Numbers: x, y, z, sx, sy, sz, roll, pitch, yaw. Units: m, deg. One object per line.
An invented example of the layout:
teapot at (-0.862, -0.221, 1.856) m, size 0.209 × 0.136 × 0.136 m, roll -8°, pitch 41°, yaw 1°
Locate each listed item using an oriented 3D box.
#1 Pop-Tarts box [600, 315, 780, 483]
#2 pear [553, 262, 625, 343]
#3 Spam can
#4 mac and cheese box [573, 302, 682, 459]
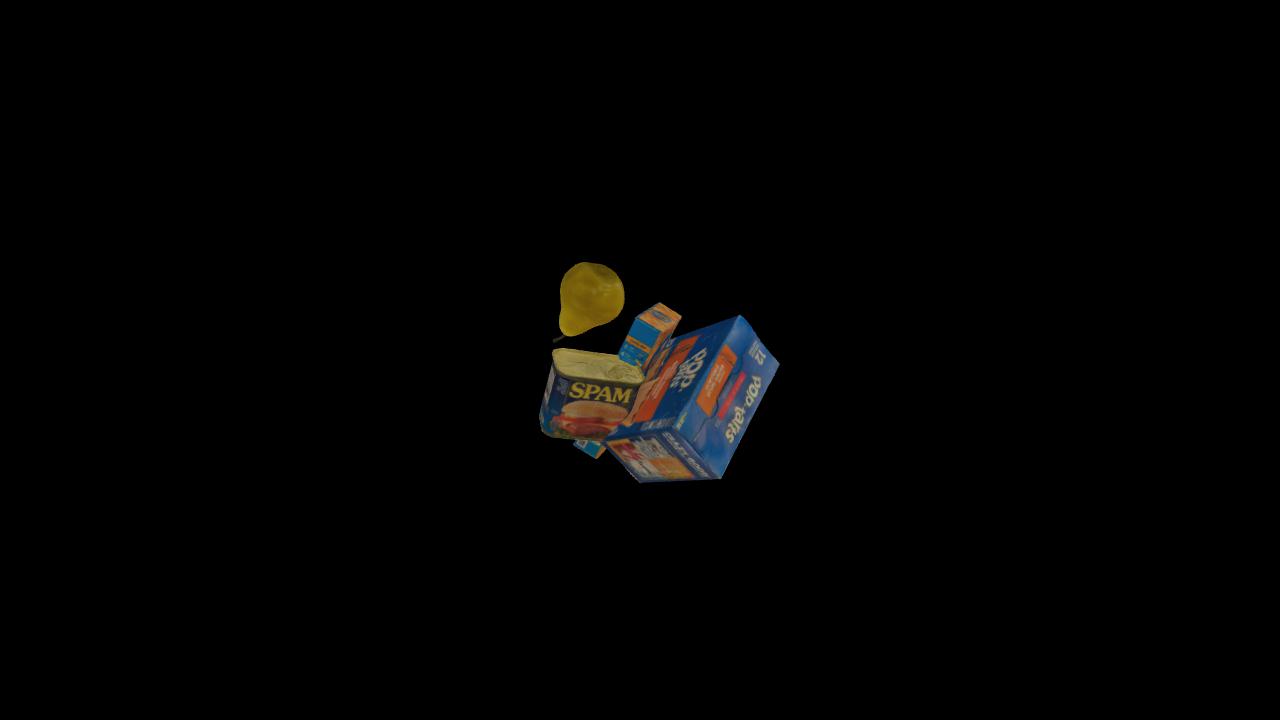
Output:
Pop-Tarts box at (0.055, 0.047, 0.697) m, size 0.083 × 0.167 × 0.141 m, roll 47°, pitch -34°, yaw -19°
pear at (-0.066, -0.060, 0.739) m, size 0.080 × 0.111 × 0.080 m, roll 20°, pitch 31°, yaw -13°
Spam can at (-0.056, 0.041, 0.682) m, size 0.101 × 0.085 × 0.058 m, roll 8°, pitch 29°, yaw -20°
mac and cheese box at (-0.015, 0.024, 0.750) m, size 0.041 × 0.184 × 0.093 m, roll 31°, pitch 23°, yaw 9°
